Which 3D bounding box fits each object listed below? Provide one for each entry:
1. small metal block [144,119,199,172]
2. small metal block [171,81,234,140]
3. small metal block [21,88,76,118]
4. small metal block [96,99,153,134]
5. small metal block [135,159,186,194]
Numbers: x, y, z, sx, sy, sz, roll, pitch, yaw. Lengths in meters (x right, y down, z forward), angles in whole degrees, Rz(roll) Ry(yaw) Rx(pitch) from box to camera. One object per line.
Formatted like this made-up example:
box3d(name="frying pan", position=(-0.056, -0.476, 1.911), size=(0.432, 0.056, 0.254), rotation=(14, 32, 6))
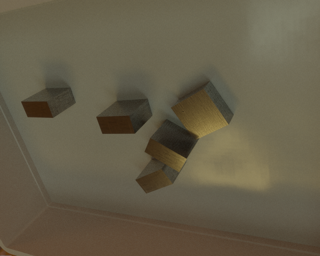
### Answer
box3d(name="small metal block", position=(0.016, 0.021, 0.396), size=(0.050, 0.050, 0.025), rotation=(30, 128, 9))
box3d(name="small metal block", position=(0.050, -0.020, 0.369), size=(0.050, 0.025, 0.050), rotation=(-29, 103, 37))
box3d(name="small metal block", position=(-0.162, -0.038, 0.452), size=(0.050, 0.050, 0.025), rotation=(2, 119, 27))
box3d(name="small metal block", position=(-0.045, -0.015, 0.405), size=(0.050, 0.050, 0.025), rotation=(-1, 118, 28))
box3d(name="small metal block", position=(0.002, 0.059, 0.427), size=(0.050, 0.050, 0.025), rotation=(-28, 103, 37))
